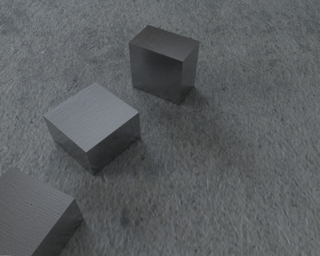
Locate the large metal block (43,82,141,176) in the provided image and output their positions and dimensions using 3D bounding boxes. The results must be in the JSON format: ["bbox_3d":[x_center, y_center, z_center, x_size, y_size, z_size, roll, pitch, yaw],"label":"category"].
[{"bbox_3d":[-0.082,-0.001,0.387,0.080,0.050,0.080,35,58,25],"label":"large metal block"}]

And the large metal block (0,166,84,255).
[{"bbox_3d":[-0.136,0.096,0.304,0.080,0.050,0.080,21,53,16],"label":"large metal block"}]

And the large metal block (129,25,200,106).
[{"bbox_3d":[0.006,-0.089,0.442,0.080,0.080,0.050,23,54,18],"label":"large metal block"}]
